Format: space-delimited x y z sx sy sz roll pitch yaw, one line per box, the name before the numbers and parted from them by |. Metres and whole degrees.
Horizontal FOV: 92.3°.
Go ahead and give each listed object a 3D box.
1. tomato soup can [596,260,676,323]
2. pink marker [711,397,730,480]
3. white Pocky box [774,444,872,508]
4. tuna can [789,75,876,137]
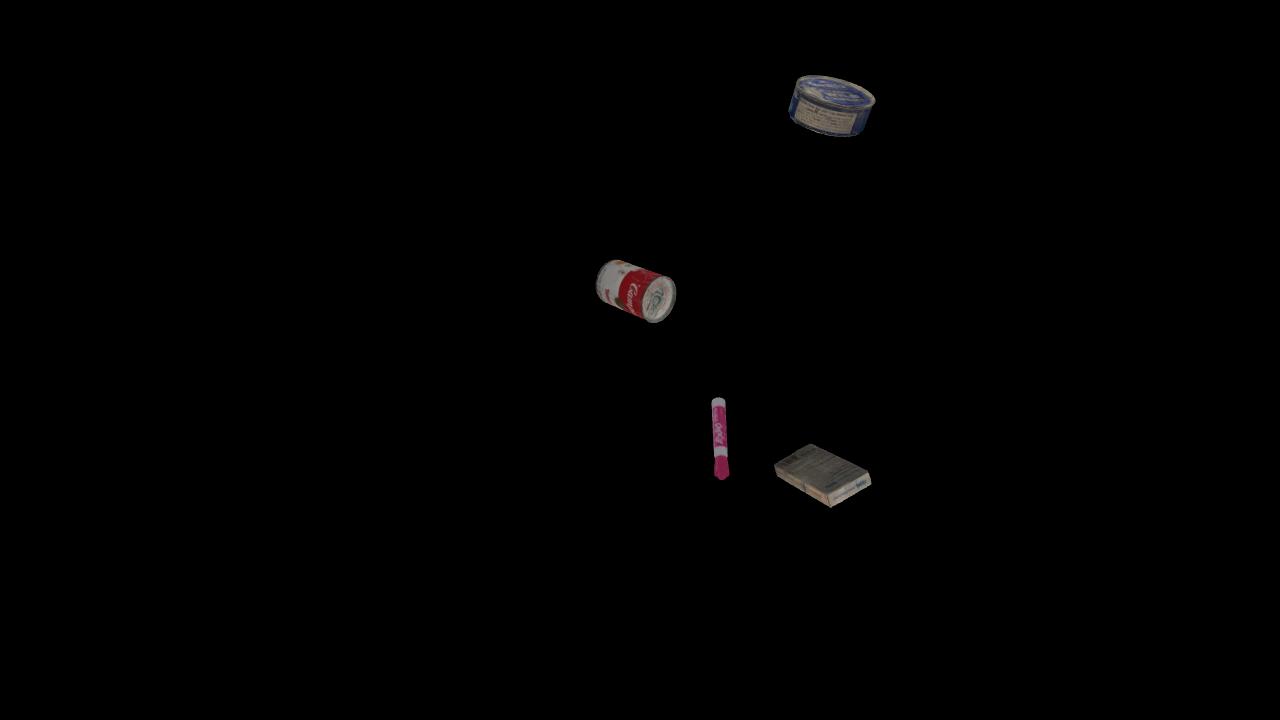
tomato soup can | -0.007 -0.100 0.874 0.101 0.068 0.068 27 18 39
pink marker | 0.103 0.100 0.788 0.020 0.121 0.020 2 -43 2
white Pocky box | 0.296 0.187 1.014 0.084 0.028 0.154 -25 16 -15
tuna can | 0.202 -0.270 0.653 0.084 0.034 0.084 6 44 -6
